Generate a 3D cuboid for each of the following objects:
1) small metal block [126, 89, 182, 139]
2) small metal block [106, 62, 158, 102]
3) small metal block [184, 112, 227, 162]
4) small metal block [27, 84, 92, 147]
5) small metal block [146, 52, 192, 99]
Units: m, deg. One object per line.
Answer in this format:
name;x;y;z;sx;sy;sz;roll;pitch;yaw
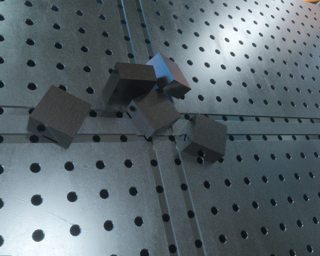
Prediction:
small metal block;-0.008;-0.020;0.416;0.050;0.025;0.050;-29;78;-37
small metal block;-0.038;-0.059;0.407;0.050;0.050;0.025;-1;62;-28
small metal block;0.064;0.013;0.434;0.050;0.025;0.050;23;53;-14
small metal block;-0.114;-0.014;0.355;0.050;0.025;0.050;28;52;-11
small metal block;0.013;-0.073;0.443;0.050;0.025;0.050;16;43;-56
